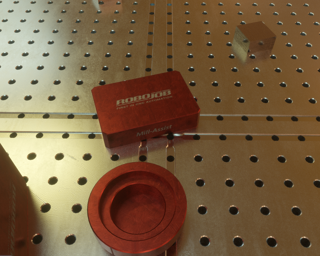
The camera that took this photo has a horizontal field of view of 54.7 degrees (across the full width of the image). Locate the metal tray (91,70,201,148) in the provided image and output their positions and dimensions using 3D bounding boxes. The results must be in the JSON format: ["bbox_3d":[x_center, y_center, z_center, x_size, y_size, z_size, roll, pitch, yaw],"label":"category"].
[{"bbox_3d":[-0.021,-0.030,0.429,0.131,0.030,0.090,-14,51,-11],"label":"metal tray"}]

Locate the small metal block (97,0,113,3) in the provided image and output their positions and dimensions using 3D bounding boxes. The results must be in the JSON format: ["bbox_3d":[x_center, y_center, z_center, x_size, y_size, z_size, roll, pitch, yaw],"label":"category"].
[{"bbox_3d":[-0.115,-0.291,0.651,0.050,0.025,0.050,-20,53,-16],"label":"small metal block"}]

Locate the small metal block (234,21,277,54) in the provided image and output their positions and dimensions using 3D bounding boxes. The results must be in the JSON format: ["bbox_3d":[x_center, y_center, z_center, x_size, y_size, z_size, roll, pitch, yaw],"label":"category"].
[{"bbox_3d":[0.166,-0.159,0.542,0.050,0.025,0.050,-14,52,-12],"label":"small metal block"}]

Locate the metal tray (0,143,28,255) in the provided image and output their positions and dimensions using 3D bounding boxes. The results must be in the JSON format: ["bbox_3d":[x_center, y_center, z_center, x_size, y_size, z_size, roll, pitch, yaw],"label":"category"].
[{"bbox_3d":[-0.154,0.087,0.290,0.030,0.090,0.130,-12,51,-10],"label":"metal tray"}]

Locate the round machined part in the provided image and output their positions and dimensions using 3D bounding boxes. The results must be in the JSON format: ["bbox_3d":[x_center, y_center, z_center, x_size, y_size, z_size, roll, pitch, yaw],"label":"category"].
[{"bbox_3d":[-0.022,0.087,0.323,0.099,0.042,0.098,0,50,0],"label":"round machined part"}]
